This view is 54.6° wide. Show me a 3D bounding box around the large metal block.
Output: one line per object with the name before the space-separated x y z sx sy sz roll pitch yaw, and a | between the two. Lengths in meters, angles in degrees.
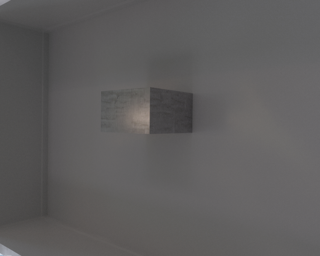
large metal block | -0.016 -0.019 0.385 0.080 0.081 0.050 1 91 40
